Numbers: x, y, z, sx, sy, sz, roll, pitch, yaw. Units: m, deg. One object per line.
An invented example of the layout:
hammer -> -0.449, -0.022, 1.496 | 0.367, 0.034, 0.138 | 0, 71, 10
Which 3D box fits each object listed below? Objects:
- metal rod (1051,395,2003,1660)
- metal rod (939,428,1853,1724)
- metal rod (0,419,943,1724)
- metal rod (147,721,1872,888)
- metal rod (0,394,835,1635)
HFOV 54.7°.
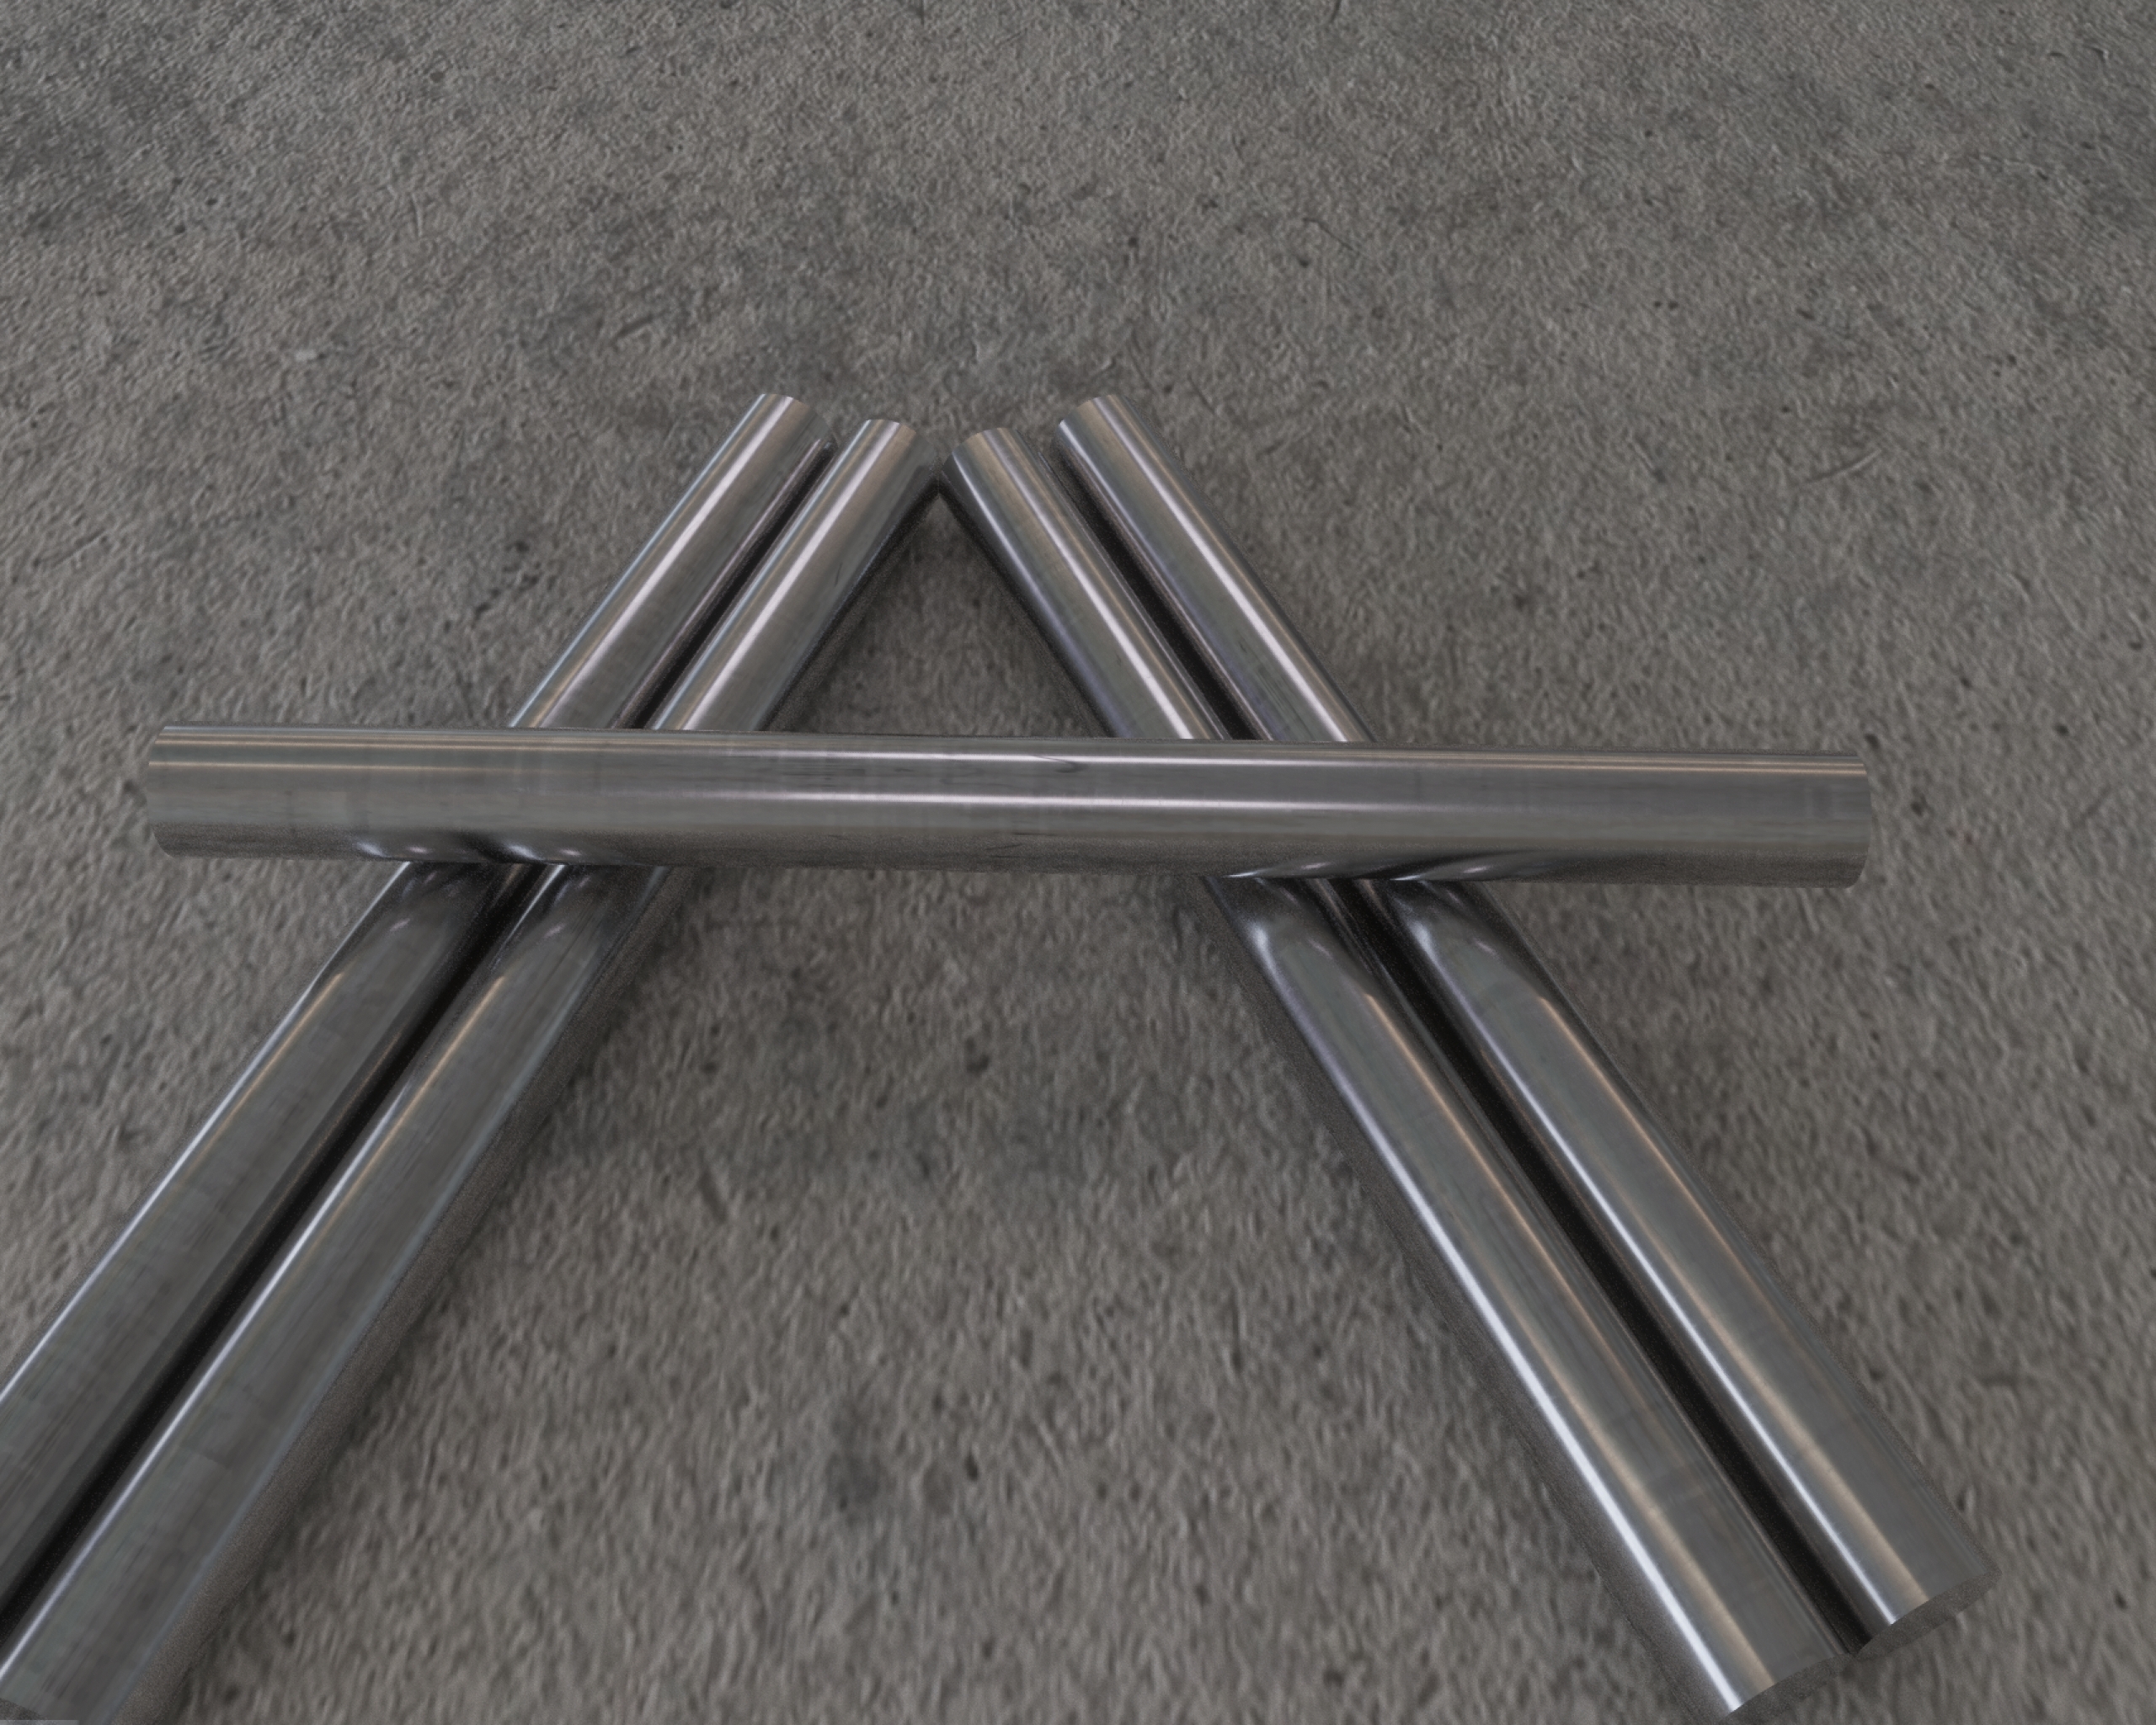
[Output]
metal rod -> 0.066, 0.007, 0.397 | 0.025, 0.025, 0.300 | -19, 53, -15
metal rod -> 0.040, 0.016, 0.389 | 0.025, 0.025, 0.300 | -19, 53, -15
metal rod -> -0.094, 0.016, 0.388 | 0.025, 0.025, 0.301 | 16, 52, 13
metal rod -> -0.012, -0.011, 0.377 | 0.302, 0.025, 0.025 | 1, 50, 1
metal rod -> -0.120, 0.009, 0.394 | 0.025, 0.025, 0.301 | 16, 52, 13
